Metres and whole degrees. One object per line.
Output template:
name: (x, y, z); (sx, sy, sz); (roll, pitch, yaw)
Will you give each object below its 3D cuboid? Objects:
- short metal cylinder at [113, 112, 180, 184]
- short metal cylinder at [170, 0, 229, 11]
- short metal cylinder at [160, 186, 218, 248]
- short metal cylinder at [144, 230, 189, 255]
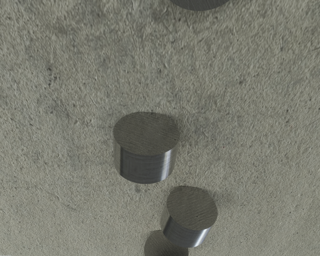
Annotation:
short metal cylinder: (-0.018, 0.023, 0.391); (0.081, 0.080, 0.050); (4, 130, -3)
short metal cylinder: (0.034, -0.149, 0.264); (0.081, 0.050, 0.079); (0, 130, 0)
short metal cylinder: (0.045, 0.139, 0.490); (0.081, 0.080, 0.050); (9, 130, -8)
short metal cylinder: (0.009, 0.239, 0.574); (0.081, 0.080, 0.050); (5, 130, -4)
